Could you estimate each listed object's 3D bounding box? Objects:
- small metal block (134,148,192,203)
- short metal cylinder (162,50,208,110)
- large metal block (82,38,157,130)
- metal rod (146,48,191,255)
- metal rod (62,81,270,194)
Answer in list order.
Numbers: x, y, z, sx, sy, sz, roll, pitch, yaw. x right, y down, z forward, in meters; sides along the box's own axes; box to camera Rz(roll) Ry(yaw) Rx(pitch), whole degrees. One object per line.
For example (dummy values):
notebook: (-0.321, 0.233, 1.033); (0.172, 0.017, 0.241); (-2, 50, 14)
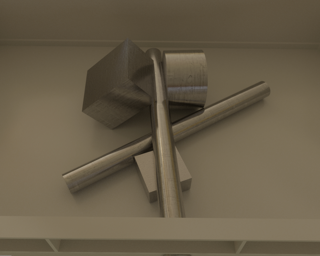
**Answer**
small metal block: (0.003, 0.052, 0.360); (0.050, 0.025, 0.050); (-17, 52, -14)
short metal cylinder: (0.031, -0.065, 0.422); (0.050, 0.080, 0.080); (-2, 50, -4)
large metal block: (-0.053, -0.057, 0.409); (0.080, 0.050, 0.080); (-31, 44, 27)
metal rod: (0.002, 0.003, 0.367); (0.025, 0.025, 0.300); (-4, 49, -3)
metal rod: (0.023, 0.003, 0.400); (0.302, 0.025, 0.025); (-25, 55, -20)
